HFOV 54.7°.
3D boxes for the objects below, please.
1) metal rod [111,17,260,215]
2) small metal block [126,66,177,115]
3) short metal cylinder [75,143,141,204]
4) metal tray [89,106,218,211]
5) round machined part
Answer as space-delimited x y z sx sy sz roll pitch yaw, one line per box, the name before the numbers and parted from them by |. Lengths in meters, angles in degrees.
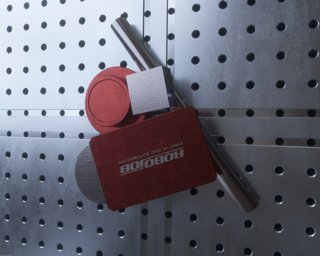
metal rod | 0.026 -0.024 0.400 0.025 0.025 0.299 -38 78 16
small metal block | -0.010 -0.046 0.387 0.050 0.025 0.050 -11 89 24
short metal cylinder | -0.066 0.057 0.418 0.080 0.050 0.079 0 90 20
metal tray | -0.008 0.036 0.368 0.131 0.030 0.090 -18 84 6
round machined part | -0.061 -0.035 0.420 0.098 0.042 0.097 0 90 21
